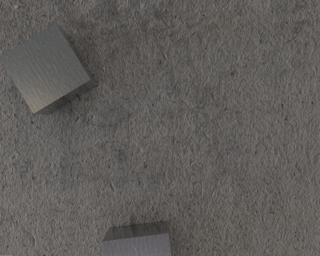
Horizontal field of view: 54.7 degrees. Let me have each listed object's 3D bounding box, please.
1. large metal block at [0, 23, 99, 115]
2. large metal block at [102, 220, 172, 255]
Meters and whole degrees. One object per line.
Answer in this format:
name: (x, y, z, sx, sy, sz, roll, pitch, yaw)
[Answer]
large metal block: (-0.138, -0.072, 0.396, 0.080, 0.050, 0.080, -31, 90, 0)
large metal block: (-0.024, 0.171, 0.397, 0.080, 0.050, 0.080, -7, 90, 0)
